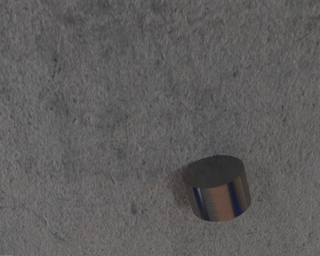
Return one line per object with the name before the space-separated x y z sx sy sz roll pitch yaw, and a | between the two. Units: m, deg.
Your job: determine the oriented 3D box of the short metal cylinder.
short metal cylinder | 0.075 0.078 0.410 0.080 0.080 0.050 -15 110 5
